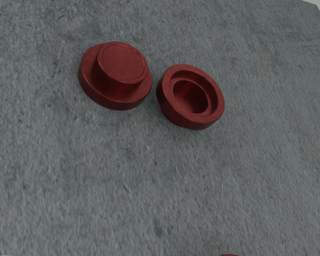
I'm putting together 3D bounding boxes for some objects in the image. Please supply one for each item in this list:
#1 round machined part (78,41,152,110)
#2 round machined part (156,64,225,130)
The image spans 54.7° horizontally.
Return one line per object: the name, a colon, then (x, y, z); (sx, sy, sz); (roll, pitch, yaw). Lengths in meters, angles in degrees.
round machined part: (-0.055, -0.075, 0.411); (0.099, 0.042, 0.098); (14, 56, -21)
round machined part: (0.039, -0.039, 0.440); (0.099, 0.042, 0.098); (14, 56, -21)
